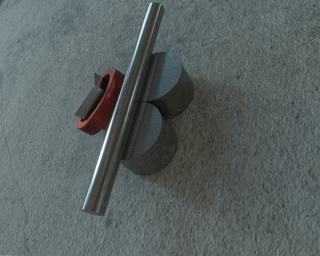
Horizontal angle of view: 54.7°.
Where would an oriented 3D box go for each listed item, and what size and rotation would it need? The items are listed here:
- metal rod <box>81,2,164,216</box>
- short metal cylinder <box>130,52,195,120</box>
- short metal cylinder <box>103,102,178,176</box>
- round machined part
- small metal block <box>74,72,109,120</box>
[{"bbox_3d":[-0.038,-0.043,0.388,0.025,0.025,0.300,-1,61,28],"label":"metal rod"},{"bbox_3d":[0.001,-0.057,0.424,0.080,0.050,0.080,-13,56,21],"label":"short metal cylinder"},{"bbox_3d":[-0.024,0.014,0.393,0.080,0.050,0.080,-13,55,20],"label":"short metal cylinder"},{"bbox_3d":[-0.074,-0.032,0.437,0.098,0.042,0.098,-42,31,33],"label":"round machined part"},{"bbox_3d":[-0.093,-0.042,0.428,0.050,0.025,0.050,-51,27,16],"label":"small metal block"}]
